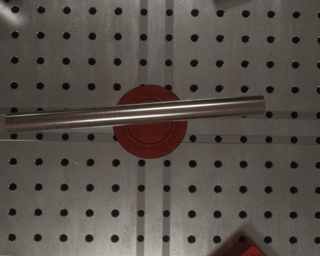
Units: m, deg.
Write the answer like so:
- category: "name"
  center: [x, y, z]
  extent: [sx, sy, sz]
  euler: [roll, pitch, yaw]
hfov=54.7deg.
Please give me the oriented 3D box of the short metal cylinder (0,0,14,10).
- category: "short metal cylinder"
  center: [-0.231, -0.199, 0.398]
  extent: [0.081, 0.050, 0.079]
  euler: [0, 90, -1]

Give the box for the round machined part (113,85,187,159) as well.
- category: "round machined part"
  center: [-0.013, -0.008, 0.405]
  extent: [0.099, 0.042, 0.097]
  euler: [0, 90, -1]

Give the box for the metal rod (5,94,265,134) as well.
- category: "metal rod"
  center: [-0.028, -0.017, 0.371]
  extent: [0.302, 0.025, 0.025]
  euler: [-4, 90, -1]

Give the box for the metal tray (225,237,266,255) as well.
- category: "metal tray"
  center: [0.102, 0.224, 0.412]
  extent: [0.130, 0.030, 0.090]
  euler: [-41, 91, -1]
